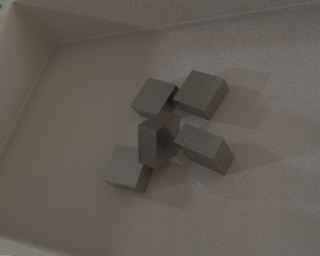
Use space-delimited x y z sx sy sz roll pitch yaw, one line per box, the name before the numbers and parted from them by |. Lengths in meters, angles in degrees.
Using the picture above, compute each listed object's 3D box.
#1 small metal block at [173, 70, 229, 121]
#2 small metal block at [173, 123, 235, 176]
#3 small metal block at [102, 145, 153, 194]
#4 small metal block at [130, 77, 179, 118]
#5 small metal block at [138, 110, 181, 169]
small metal block | 0.054 -0.044 0.404 0.050 0.025 0.050 24 75 36
small metal block | 0.051 0.025 0.348 0.050 0.050 0.025 23 74 36
small metal block | -0.038 0.051 0.394 0.050 0.025 0.050 5 64 30
small metal block | -0.005 -0.039 0.432 0.050 0.025 0.050 21 73 36
small metal block | 0.000 0.013 0.368 0.025 0.050 0.050 18 31 30
